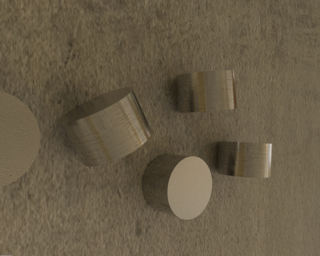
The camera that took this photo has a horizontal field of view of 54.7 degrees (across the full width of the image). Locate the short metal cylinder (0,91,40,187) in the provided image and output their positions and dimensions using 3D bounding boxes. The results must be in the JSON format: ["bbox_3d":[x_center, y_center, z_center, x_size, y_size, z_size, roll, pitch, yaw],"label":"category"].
[{"bbox_3d":[-0.151,0.009,0.263,0.081,0.050,0.079,0,90,-40],"label":"short metal cylinder"}]

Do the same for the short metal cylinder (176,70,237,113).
[{"bbox_3d":[0.063,-0.049,0.424,0.081,0.080,0.050,-8,96,-40],"label":"short metal cylinder"}]

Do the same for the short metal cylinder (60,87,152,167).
[{"bbox_3d":[-0.055,-0.003,0.324,0.080,0.080,0.050,-37,113,-34],"label":"short metal cylinder"}]

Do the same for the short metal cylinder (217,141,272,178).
[{"bbox_3d":[0.131,0.047,0.482,0.081,0.080,0.050,5,87,-40],"label":"short metal cylinder"}]

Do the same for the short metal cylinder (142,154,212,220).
[{"bbox_3d":[0.023,0.075,0.411,0.081,0.050,0.079,0,90,-40],"label":"short metal cylinder"}]
